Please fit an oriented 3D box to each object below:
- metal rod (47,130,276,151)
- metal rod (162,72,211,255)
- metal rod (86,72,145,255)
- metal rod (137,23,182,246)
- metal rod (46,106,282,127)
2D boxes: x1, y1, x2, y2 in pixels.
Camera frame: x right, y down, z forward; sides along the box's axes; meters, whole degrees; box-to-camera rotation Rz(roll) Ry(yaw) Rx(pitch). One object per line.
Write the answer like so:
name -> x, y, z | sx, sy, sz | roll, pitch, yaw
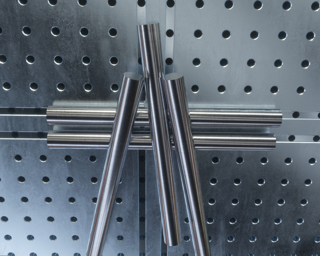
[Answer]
metal rod -> 0.003, 0.017, 0.420 | 0.302, 0.025, 0.025 | 1, 110, -1
metal rod -> 0.041, 0.071, 0.420 | 0.025, 0.025, 0.298 | -10, 117, 3
metal rod -> -0.066, 0.069, 0.418 | 0.025, 0.025, 0.298 | 13, 117, -5
metal rod -> 0.003, 0.023, 0.396 | 0.025, 0.025, 0.298 | -6, 110, 2
metal rod -> 0.007, -0.015, 0.408 | 0.302, 0.025, 0.025 | 1, 110, -1
